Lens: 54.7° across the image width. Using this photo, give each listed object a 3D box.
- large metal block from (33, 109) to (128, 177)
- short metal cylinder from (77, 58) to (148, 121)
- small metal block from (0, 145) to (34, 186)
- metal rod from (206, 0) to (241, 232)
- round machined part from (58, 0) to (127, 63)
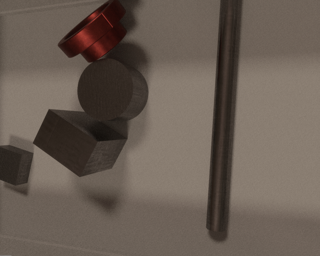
[{"bbox_3d":[-0.104,0.017,0.417,0.080,0.080,0.050,31,100,17],"label":"large metal block"},{"bbox_3d":[-0.062,-0.049,0.418,0.080,0.050,0.079,0,90,19],"label":"short metal cylinder"},{"bbox_3d":[-0.234,0.058,0.491,0.050,0.025,0.050,15,95,19],"label":"small metal block"},{"bbox_3d":[0.079,-0.024,0.382,0.025,0.025,0.298,4,91,19],"label":"metal rod"},{"bbox_3d":[-0.083,-0.124,0.410,0.098,0.098,0.042,-31,119,17],"label":"round machined part"}]
